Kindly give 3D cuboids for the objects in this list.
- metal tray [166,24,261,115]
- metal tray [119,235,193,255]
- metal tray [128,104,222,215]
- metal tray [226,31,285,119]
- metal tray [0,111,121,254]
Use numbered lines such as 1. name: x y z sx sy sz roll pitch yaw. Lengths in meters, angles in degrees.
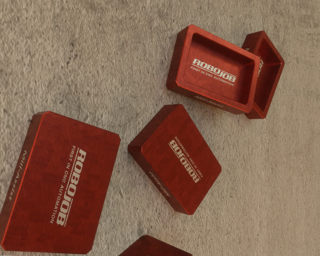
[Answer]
1. metal tray: 0.080 -0.080 0.446 0.131 0.030 0.090 17 79 -24
2. metal tray: -0.031 0.178 0.335 0.131 0.090 0.030 -31 110 -36
3. metal tray: 0.026 0.043 0.423 0.090 0.030 0.130 -50 119 -28
4. metal tray: 0.169 -0.091 0.541 0.090 0.030 0.130 40 66 -33
5. metal tray: -0.100 0.057 0.318 0.091 0.030 0.129 22 76 -38
